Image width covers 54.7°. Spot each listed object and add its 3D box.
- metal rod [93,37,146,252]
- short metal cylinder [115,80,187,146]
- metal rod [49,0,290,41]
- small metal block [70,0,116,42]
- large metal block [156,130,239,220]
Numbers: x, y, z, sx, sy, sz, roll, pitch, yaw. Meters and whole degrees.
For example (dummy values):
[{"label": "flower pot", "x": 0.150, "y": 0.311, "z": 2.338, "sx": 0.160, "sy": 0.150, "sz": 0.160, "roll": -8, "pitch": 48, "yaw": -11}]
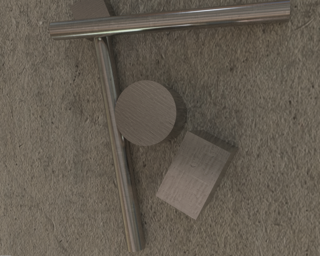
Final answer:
[{"label": "metal rod", "x": -0.057, "y": 0.016, "z": 0.427, "sx": 0.025, "sy": 0.025, "sz": 0.298, "roll": -11, "pitch": 86, "yaw": 19}, {"label": "short metal cylinder", "x": -0.010, "y": -0.018, "z": 0.399, "sx": 0.080, "sy": 0.050, "sz": 0.079, "roll": 0, "pitch": 90, "yaw": 19}, {"label": "metal rod", "x": 0.001, "y": -0.134, "z": 0.391, "sx": 0.301, "sy": 0.025, "sz": 0.025, "roll": 0, "pitch": 90, "yaw": 13}, {"label": "small metal block", "x": -0.093, "y": -0.160, "z": 0.440, "sx": 0.050, "sy": 0.025, "sz": 0.050, "roll": -25, "pitch": 82, "yaw": 18}, {"label": "large metal block", "x": 0.047, "y": 0.049, "z": 0.363, "sx": 0.050, "sy": 0.080, "sz": 0.080, "roll": 28, "pitch": 99, "yaw": 17}]
